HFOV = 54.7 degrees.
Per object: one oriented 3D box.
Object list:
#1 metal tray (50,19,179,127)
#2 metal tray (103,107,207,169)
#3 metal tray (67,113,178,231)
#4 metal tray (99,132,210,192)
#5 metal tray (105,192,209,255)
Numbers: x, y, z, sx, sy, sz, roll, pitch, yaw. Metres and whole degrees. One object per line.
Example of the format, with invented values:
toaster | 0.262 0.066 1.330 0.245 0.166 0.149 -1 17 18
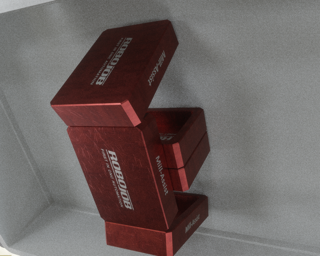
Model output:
metal tray | -0.043 -0.060 0.324 0.090 0.130 0.030 1 139 27
metal tray | -0.019 0.008 0.380 0.130 0.090 0.030 1 119 27
metal tray | -0.038 0.048 0.336 0.090 0.030 0.129 0 119 27
metal tray | -0.012 0.035 0.394 0.130 0.090 0.030 1 119 27
metal tray | 0.001 0.119 0.410 0.090 0.131 0.030 0 97 27
